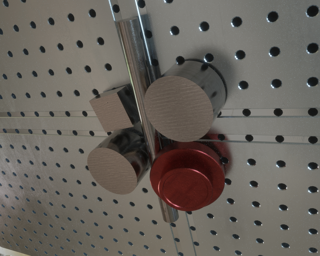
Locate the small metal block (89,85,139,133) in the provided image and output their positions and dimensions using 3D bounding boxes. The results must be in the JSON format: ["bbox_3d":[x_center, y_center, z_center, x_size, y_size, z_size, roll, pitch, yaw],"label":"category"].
[{"bbox_3d":[-0.060,-0.025,0.422,0.050,0.025,0.050,-12,113,33],"label":"small metal block"}]

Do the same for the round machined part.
[{"bbox_3d":[0.035,0.069,0.404,0.099,0.042,0.097,4,117,8],"label":"round machined part"}]

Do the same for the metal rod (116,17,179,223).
[{"bbox_3d":[-0.010,0.008,0.416,0.025,0.025,0.298,3,120,27],"label":"metal rod"}]

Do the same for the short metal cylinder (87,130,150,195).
[{"bbox_3d":[-0.057,0.049,0.450,0.080,0.050,0.079,13,124,21],"label":"short metal cylinder"}]

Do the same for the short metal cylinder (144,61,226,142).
[{"bbox_3d":[0.029,-0.031,0.355,0.080,0.050,0.079,13,124,21],"label":"short metal cylinder"}]
